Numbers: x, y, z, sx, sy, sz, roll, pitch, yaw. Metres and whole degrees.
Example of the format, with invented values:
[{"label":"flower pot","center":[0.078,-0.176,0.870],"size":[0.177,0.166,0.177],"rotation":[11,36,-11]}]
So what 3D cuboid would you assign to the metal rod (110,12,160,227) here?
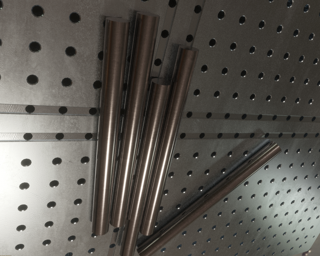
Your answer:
[{"label":"metal rod","center":[-0.038,0.009,0.397],"size":[0.025,0.025,0.298],"rotation":[-4,120,-27]}]

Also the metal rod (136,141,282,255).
[{"label":"metal rod","center":[0.087,0.124,0.537],"size":[0.301,0.025,0.025],"rotation":[-38,130,-3]}]

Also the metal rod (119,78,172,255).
[{"label":"metal rod","center":[-0.026,0.074,0.444],"size":[0.025,0.025,0.298],"rotation":[-3,120,-28]}]

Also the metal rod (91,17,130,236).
[{"label":"metal rod","center":[-0.066,0.019,0.387],"size":[0.025,0.025,0.298],"rotation":[-5,121,-26]}]

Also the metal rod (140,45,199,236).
[{"label":"metal rod","center":[0.006,0.034,0.437],"size":[0.025,0.025,0.298],"rotation":[-3,120,-28]}]
